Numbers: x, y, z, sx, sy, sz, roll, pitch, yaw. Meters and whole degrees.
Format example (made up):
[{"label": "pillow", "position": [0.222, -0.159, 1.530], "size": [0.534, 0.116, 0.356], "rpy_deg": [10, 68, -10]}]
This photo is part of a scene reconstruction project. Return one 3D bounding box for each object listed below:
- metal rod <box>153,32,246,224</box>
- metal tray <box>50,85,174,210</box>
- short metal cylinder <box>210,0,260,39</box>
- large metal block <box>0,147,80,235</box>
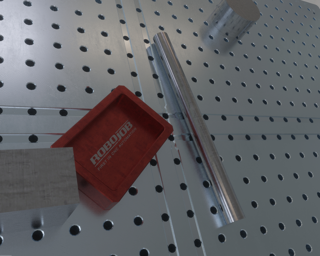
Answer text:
[{"label": "metal rod", "position": [0.048, -0.014, 0.442], "size": [0.025, 0.025, 0.299], "rpy_deg": [-6, 65, -31]}, {"label": "metal tray", "position": [-0.053, 0.017, 0.365], "size": [0.090, 0.030, 0.131], "rpy_deg": [40, 51, -1]}, {"label": "short metal cylinder", "position": [0.147, -0.221, 0.606], "size": [0.081, 0.050, 0.080], "rpy_deg": [14, 56, -21]}, {"label": "large metal block", "position": [-0.123, 0.058, 0.272], "size": [0.081, 0.080, 0.050], "rpy_deg": [-1, 62, -29]}]
